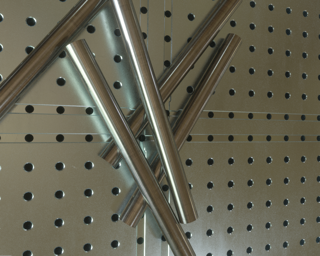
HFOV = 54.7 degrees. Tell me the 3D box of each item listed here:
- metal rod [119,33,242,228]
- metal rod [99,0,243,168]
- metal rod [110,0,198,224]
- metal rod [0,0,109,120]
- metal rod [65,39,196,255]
[{"bbox_3d":[0.034,-0.004,0.426,0.025,0.025,0.300,34,79,-17],"label":"metal rod"},{"bbox_3d":[0.022,-0.074,0.421,0.025,0.025,0.300,41,77,-16],"label":"metal rod"},{"bbox_3d":[-0.007,-0.027,0.383,0.025,0.025,0.298,-19,94,-19],"label":"metal rod"},{"bbox_3d":[-0.115,-0.112,0.370,0.025,0.025,0.300,41,77,-16],"label":"metal rod"},{"bbox_3d":[-0.030,0.037,0.374,0.025,0.025,0.299,-29,100,-18],"label":"metal rod"}]
